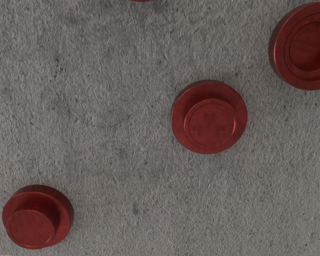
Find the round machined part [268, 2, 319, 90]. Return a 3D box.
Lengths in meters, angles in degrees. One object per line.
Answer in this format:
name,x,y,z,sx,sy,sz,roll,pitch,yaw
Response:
round machined part,0.177,-0.097,0.366,0.099,0.042,0.097,0,110,0

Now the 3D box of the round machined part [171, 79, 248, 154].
round machined part,0.063,-0.010,0.397,0.099,0.042,0.097,0,110,0

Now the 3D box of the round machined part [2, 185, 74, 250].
round machined part,-0.180,0.135,0.449,0.099,0.042,0.097,0,110,0

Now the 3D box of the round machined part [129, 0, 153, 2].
round machined part,-0.023,-0.188,0.331,0.099,0.042,0.097,0,110,0
